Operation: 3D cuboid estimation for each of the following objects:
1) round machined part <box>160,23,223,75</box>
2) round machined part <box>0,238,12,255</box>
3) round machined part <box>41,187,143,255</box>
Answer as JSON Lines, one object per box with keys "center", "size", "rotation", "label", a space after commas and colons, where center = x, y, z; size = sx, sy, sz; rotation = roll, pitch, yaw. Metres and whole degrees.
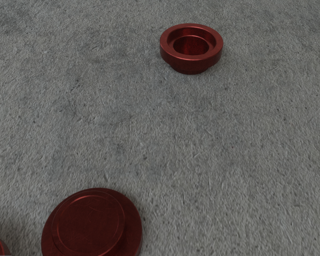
{"center": [0.049, -0.123, 0.495], "size": [0.099, 0.042, 0.098], "rotation": [0, 50, 0], "label": "round machined part"}
{"center": [-0.181, 0.139, 0.274], "size": [0.099, 0.042, 0.098], "rotation": [0, 50, 0], "label": "round machined part"}
{"center": [-0.067, 0.102, 0.306], "size": [0.099, 0.042, 0.098], "rotation": [0, 50, 0], "label": "round machined part"}
